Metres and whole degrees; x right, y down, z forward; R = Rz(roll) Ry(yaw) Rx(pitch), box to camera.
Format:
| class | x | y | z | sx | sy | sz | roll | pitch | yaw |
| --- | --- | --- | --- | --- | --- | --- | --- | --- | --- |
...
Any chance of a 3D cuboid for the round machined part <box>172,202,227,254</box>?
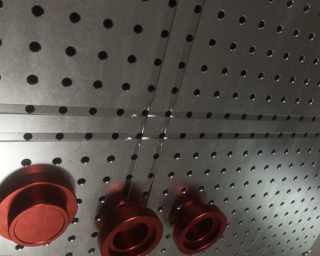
| class | x | y | z | sx | sy | sz | roll | pitch | yaw |
| --- | --- | --- | --- | --- | --- | --- | --- | --- | --- |
| round machined part | 0.065 | 0.170 | 0.543 | 0.099 | 0.042 | 0.097 | -14 | 125 | -21 |

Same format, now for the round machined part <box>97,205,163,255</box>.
| class | x | y | z | sx | sy | sz | roll | pitch | yaw |
| --- | --- | --- | --- | --- | --- | --- | --- | --- | --- |
| round machined part | -0.048 | 0.158 | 0.473 | 0.099 | 0.042 | 0.097 | -14 | 125 | -21 |

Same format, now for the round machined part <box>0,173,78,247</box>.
| class | x | y | z | sx | sy | sz | roll | pitch | yaw |
| --- | --- | --- | --- | --- | --- | --- | --- | --- | --- |
| round machined part | -0.151 | 0.107 | 0.385 | 0.099 | 0.042 | 0.097 | -14 | 125 | -21 |
